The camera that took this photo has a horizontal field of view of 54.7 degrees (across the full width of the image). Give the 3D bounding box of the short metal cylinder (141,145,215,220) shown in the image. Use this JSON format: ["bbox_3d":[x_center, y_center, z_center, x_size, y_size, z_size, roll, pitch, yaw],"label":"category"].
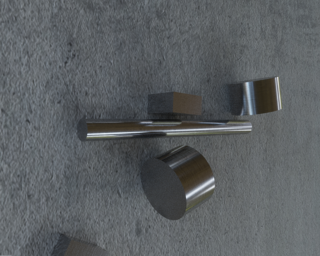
[{"bbox_3d":[0.021,0.067,0.389,0.050,0.080,0.079,-21,103,-39],"label":"short metal cylinder"}]

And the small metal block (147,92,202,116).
[{"bbox_3d":[0.019,-0.030,0.406,0.050,0.050,0.025,4,88,-40],"label":"small metal block"}]

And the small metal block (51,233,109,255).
[{"bbox_3d":[-0.091,0.147,0.330,0.050,0.025,0.050,36,68,-35],"label":"small metal block"}]

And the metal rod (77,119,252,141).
[{"bbox_3d":[0.031,0.000,0.433,0.302,0.025,0.025,-1,91,-40],"label":"metal rod"}]

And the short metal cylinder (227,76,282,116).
[{"bbox_3d":[0.152,-0.052,0.500,0.081,0.080,0.050,-16,101,-39],"label":"short metal cylinder"}]
